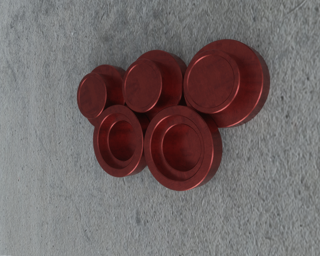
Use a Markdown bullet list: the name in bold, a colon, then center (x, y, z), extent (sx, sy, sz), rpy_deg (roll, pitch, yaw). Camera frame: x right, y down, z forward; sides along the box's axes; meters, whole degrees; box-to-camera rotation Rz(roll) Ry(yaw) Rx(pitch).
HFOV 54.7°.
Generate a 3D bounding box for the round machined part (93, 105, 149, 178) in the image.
- **round machined part**: center (-0.045, 0.017, 0.430), extent (0.098, 0.042, 0.097), rpy_deg (0, 90, 39)

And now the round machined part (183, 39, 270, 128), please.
- **round machined part**: center (0.065, -0.049, 0.341), extent (0.098, 0.042, 0.097), rpy_deg (0, 90, 39)

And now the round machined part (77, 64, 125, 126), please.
- **round machined part**: center (-0.087, -0.047, 0.465), extent (0.098, 0.042, 0.097), rpy_deg (0, 90, 39)

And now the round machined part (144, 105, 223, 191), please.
- **round machined part**: center (0.031, 0.023, 0.368), extent (0.098, 0.042, 0.097), rpy_deg (0, 90, 39)

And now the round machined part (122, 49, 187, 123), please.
- **round machined part**: center (-0.011, -0.053, 0.403), extent (0.098, 0.042, 0.097), rpy_deg (0, 90, 39)
